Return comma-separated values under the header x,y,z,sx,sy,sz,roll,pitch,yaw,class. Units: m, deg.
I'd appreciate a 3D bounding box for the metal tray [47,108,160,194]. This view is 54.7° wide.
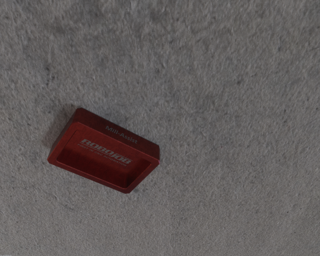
x,y,z,sx,sy,sz,roll,pitch,yaw,class
-0.077,0.037,0.434,0.131,0.030,0.090,28,125,-22,metal tray
